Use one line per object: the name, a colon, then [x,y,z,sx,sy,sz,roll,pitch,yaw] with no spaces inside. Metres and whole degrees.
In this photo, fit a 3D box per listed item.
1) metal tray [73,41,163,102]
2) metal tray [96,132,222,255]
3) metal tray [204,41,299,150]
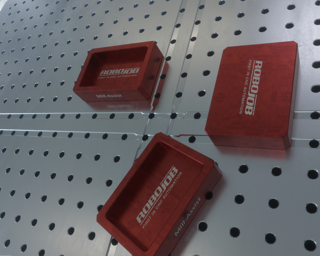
metal tray: [-0.068,-0.089,0.496,0.130,0.030,0.090,1,62,29]
metal tray: [-0.002,0.078,0.358,0.090,0.030,0.130,28,77,37]
metal tray: [0.112,-0.041,0.372,0.090,0.030,0.130,3,63,29]
